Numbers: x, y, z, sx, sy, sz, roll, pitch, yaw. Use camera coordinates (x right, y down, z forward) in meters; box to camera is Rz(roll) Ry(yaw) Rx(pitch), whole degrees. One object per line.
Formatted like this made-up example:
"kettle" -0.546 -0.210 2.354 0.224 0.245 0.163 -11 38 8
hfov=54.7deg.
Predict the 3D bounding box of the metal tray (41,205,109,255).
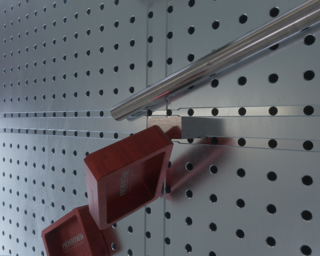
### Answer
"metal tray" -0.149 0.196 0.528 0.130 0.030 0.090 -36 68 34

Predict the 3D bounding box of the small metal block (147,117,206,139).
"small metal block" 0.021 0.000 0.376 0.050 0.050 0.025 -2 89 40

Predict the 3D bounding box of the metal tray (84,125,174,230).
"metal tray" -0.038 0.062 0.363 0.030 0.091 0.129 50 150 28

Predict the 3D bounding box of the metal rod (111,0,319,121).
"metal rod" 0.046 -0.068 0.371 0.299 0.025 0.025 -23 76 37
